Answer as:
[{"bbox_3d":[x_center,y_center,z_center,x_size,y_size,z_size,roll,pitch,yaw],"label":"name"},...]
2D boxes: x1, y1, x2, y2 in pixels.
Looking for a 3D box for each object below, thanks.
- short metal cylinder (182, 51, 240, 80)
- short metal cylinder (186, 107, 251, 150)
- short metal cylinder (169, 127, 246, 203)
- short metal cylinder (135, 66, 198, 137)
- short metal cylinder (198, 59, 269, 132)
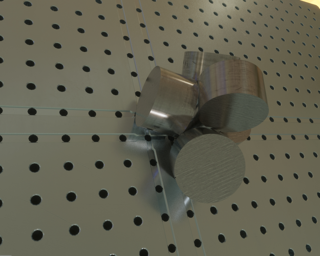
[{"bbox_3d":[0.072,-0.081,0.452,0.081,0.080,0.050,2,101,-27],"label":"short metal cylinder"},{"bbox_3d":[0.079,-0.004,0.435,0.081,0.050,0.080,13,55,-20],"label":"short metal cylinder"},{"bbox_3d":[0.054,0.042,0.368,0.081,0.050,0.079,-1,98,-5],"label":"short metal cylinder"},{"bbox_3d":[0.007,-0.033,0.396,0.050,0.080,0.080,17,55,-18],"label":"short metal cylinder"},{"bbox_3d":[0.087,-0.037,0.376,0.081,0.080,0.050,16,55,-19],"label":"short metal cylinder"}]
